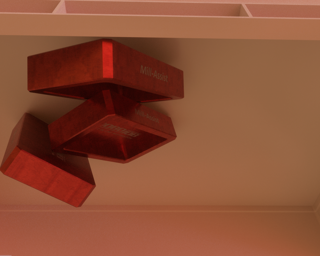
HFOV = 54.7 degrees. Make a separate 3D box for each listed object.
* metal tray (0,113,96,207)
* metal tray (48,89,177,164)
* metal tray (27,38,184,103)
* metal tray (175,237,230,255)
[{"bbox_3d":[-0.130,0.032,0.366,0.090,0.130,0.030,34,94,-26],"label":"metal tray"},{"bbox_3d":[-0.051,0.006,0.368,0.090,0.030,0.131,-28,155,24],"label":"metal tray"},{"bbox_3d":[-0.044,-0.046,0.297,0.090,0.030,0.131,-3,177,29],"label":"metal tray"},{"bbox_3d":[0.073,0.237,0.560,0.090,0.030,0.130,-20,169,15],"label":"metal tray"}]
